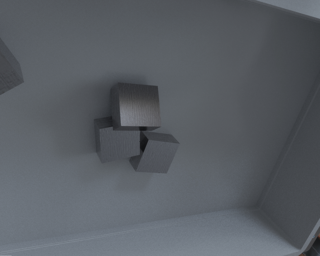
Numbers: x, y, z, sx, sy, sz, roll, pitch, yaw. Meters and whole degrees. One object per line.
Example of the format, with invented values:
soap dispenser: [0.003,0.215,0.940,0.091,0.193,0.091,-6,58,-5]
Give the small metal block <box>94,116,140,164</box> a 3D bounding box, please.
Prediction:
small metal block: [-0.053,0.012,0.388,0.050,0.025,0.050,-12,124,-23]

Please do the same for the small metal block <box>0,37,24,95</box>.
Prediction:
small metal block: [-0.148,-0.063,0.273,0.025,0.050,0.050,-32,129,-8]

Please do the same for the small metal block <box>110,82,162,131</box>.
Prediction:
small metal block: [-0.028,-0.024,0.363,0.050,0.025,0.050,1,77,-29]

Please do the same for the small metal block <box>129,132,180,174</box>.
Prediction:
small metal block: [-0.008,0.034,0.427,0.050,0.025,0.050,9,114,-33]
